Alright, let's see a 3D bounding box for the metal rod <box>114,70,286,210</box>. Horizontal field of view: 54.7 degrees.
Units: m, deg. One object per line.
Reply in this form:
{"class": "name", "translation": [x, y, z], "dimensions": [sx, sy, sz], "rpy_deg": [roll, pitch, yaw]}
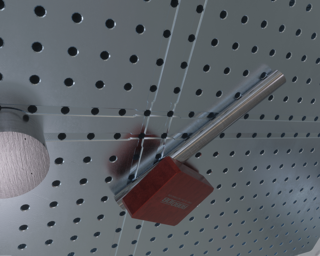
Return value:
{"class": "metal rod", "translation": [0.060, 0.016, 0.453], "dimensions": [0.301, 0.025, 0.025], "rpy_deg": [-38, 129, -3]}

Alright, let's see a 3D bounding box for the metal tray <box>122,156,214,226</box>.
{"class": "metal tray", "translation": [0.017, 0.098, 0.454], "dimensions": [0.090, 0.030, 0.130], "rpy_deg": [-45, 144, 7]}

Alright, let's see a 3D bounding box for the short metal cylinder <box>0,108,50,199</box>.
{"class": "short metal cylinder", "translation": [-0.161, 0.026, 0.323], "dimensions": [0.081, 0.050, 0.079], "rpy_deg": [-14, 124, -21]}
